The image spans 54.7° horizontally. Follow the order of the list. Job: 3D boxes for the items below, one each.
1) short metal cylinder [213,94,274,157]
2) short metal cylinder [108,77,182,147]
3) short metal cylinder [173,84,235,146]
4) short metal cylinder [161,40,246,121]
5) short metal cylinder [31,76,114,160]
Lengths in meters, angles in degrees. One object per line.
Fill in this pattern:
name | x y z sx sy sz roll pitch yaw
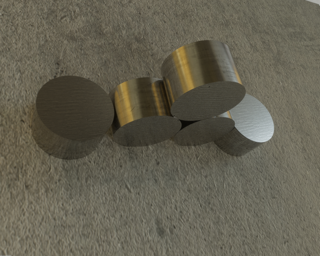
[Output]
short metal cylinder | 0.118 -0.004 0.454 0.081 0.050 0.080 14 56 -21
short metal cylinder | -0.019 -0.017 0.369 0.081 0.080 0.050 0 62 -28
short metal cylinder | 0.051 -0.016 0.408 0.081 0.080 0.050 0 61 -28
short metal cylinder | 0.045 -0.048 0.335 0.081 0.080 0.050 1 63 -28
short metal cylinder | -0.097 -0.011 0.343 0.081 0.050 0.080 14 56 -21
